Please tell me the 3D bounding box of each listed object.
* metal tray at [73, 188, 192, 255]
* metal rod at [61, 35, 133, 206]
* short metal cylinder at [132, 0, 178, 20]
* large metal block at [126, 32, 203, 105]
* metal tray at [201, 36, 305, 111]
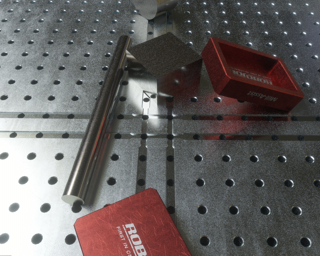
[{"bbox_3d":[-0.018,0.131,0.294,0.091,0.030,0.130,-20,53,-17],"label":"metal tray"},{"bbox_3d":[-0.077,-0.035,0.435,0.025,0.025,0.300,5,50,4],"label":"metal rod"},{"bbox_3d":[-0.012,-0.253,0.585,0.050,0.080,0.080,-33,58,-24],"label":"short metal cylinder"},{"bbox_3d":[0.006,-0.093,0.469,0.081,0.050,0.080,-28,56,-22],"label":"large metal block"},{"bbox_3d":[0.129,-0.076,0.436,0.131,0.030,0.090,10,47,-23],"label":"metal tray"}]
